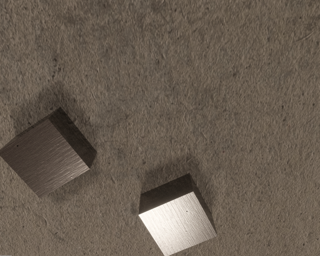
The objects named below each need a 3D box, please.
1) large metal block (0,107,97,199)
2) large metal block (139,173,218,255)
[{"bbox_3d":[-0.144,0.032,0.406,0.080,0.050,0.080,-31,108,10],"label":"large metal block"},{"bbox_3d":[0.025,0.124,0.442,0.080,0.050,0.080,-25,109,8],"label":"large metal block"}]
